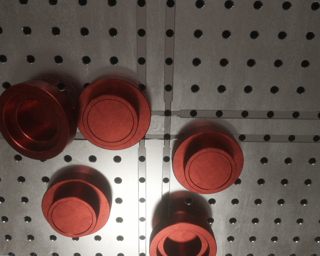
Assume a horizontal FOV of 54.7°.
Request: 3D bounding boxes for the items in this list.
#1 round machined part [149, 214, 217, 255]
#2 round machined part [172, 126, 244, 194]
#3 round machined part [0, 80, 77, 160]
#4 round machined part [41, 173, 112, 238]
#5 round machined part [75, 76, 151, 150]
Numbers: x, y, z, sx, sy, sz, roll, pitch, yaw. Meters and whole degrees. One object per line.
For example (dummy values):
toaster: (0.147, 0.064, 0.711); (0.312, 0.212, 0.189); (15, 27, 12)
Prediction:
round machined part: (0.033, 0.171, 0.468); (0.099, 0.042, 0.097); (0, 110, -1)
round machined part: (0.066, 0.049, 0.424); (0.099, 0.042, 0.097); (0, 110, -1)
round machined part: (-0.149, -0.012, 0.390); (0.098, 0.042, 0.097); (5, 111, 13)
round machined part: (-0.121, 0.117, 0.446); (0.099, 0.042, 0.097); (0, 110, -1)
round machined part: (-0.061, -0.015, 0.398); (0.099, 0.042, 0.097); (0, 110, -1)
